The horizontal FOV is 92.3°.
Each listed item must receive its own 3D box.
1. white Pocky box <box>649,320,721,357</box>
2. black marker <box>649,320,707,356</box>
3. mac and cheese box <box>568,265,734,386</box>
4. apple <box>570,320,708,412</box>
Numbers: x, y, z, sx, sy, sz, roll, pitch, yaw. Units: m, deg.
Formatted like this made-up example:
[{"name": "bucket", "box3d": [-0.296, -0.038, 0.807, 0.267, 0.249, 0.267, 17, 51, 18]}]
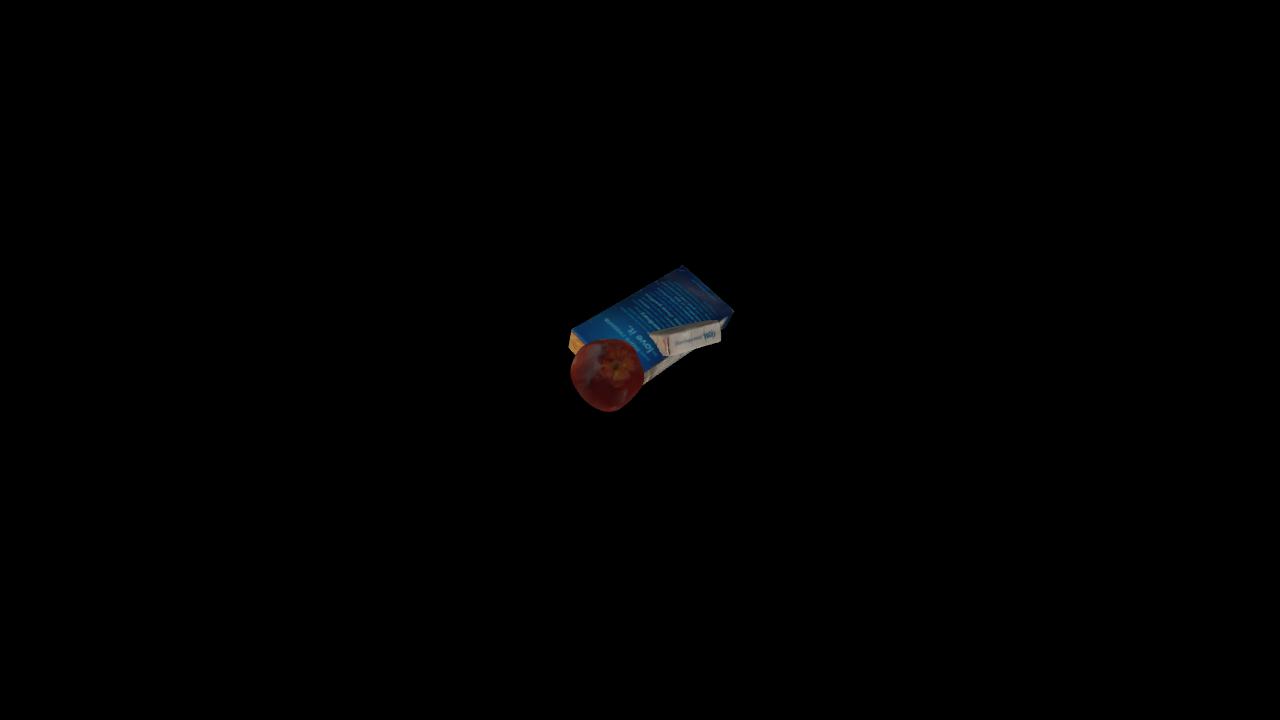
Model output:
[{"name": "white Pocky box", "box3d": [0.015, -0.030, 0.745, 0.084, 0.028, 0.154, -17, 15, -36]}, {"name": "black marker", "box3d": [-0.025, 0.020, 0.745, 0.020, 0.020, 0.121, 0, -13, 3]}, {"name": "mac and cheese box", "box3d": [0.016, -0.037, 0.718, 0.184, 0.093, 0.041, -33, -21, -32]}, {"name": "apple", "box3d": [-0.034, 0.015, 0.653, 0.079, 0.079, 0.093, 0, -11, -20]}]
